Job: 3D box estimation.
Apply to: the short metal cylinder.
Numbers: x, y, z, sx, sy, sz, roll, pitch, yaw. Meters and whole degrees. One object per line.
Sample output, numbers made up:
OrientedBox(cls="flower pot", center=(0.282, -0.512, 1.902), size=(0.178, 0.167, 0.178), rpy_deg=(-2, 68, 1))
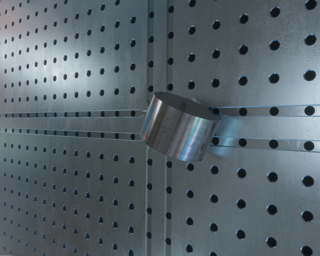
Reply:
OrientedBox(cls="short metal cylinder", center=(0.023, -0.003, 0.356), size=(0.080, 0.081, 0.050), rpy_deg=(33, 111, 35))
